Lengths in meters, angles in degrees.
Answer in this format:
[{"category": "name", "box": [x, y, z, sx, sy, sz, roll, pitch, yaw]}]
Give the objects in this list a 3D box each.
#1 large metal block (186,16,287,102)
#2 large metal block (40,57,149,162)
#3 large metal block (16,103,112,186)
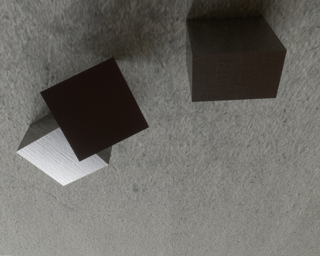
[{"category": "large metal block", "box": [0.069, -0.071, 0.311, 0.080, 0.080, 0.050, -3, 130, 2]}, {"category": "large metal block", "box": [-0.067, -0.022, 0.338, 0.080, 0.050, 0.080, -27, 101, -2]}, {"category": "large metal block", "box": [-0.121, 0.022, 0.406, 0.080, 0.050, 0.080, -26, 126, 22]}]
